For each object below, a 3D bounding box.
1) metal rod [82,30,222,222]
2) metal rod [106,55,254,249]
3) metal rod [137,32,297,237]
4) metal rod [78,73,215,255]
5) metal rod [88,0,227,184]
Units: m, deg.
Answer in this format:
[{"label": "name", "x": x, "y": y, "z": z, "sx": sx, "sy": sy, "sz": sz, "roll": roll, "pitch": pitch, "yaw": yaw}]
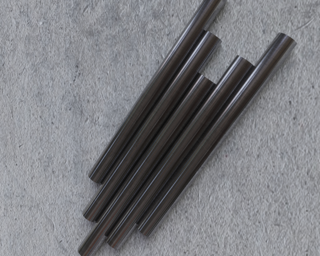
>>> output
[{"label": "metal rod", "x": -0.016, "y": 0.006, "z": 0.415, "sx": 0.025, "sy": 0.025, "sz": 0.299, "roll": 38, "pitch": 102, "yaw": 15}, {"label": "metal rod", "x": 0.019, "y": 0.039, "z": 0.402, "sx": 0.025, "sy": 0.025, "sz": 0.299, "roll": 38, "pitch": 102, "yaw": 15}, {"label": "metal rod", "x": 0.064, "y": 0.017, "z": 0.387, "sx": 0.025, "sy": 0.025, "sz": 0.299, "roll": 38, "pitch": 102, "yaw": 15}, {"label": "metal rod", "x": -0.023, "y": 0.059, "z": 0.418, "sx": 0.025, "sy": 0.025, "sz": 0.299, "roll": 38, "pitch": 102, "yaw": 15}, {"label": "metal rod", "x": -0.008, "y": -0.049, "z": 0.412, "sx": 0.025, "sy": 0.025, "sz": 0.299, "roll": 38, "pitch": 102, "yaw": 15}]
